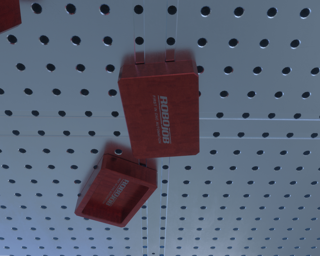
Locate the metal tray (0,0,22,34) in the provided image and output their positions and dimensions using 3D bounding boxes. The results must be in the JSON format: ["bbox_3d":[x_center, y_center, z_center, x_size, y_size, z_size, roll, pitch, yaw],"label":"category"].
[{"bbox_3d":[-0.166,-0.152,0.252,0.090,0.030,0.129,23,132,10],"label":"metal tray"}]

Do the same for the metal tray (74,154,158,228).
[{"bbox_3d":[-0.072,0.105,0.496,0.091,0.030,0.129,22,127,-18],"label":"metal tray"}]

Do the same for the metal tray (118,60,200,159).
[{"bbox_3d":[0.003,-0.018,0.393,0.091,0.030,0.129,-4,130,3],"label":"metal tray"}]
